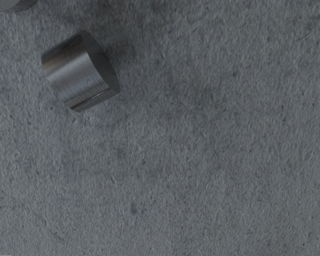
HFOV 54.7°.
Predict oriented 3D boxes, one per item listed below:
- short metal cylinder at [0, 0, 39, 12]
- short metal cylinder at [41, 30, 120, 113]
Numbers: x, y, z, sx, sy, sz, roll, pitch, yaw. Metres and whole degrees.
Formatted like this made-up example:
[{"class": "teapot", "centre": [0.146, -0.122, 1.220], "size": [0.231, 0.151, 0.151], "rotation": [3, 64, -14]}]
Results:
[{"class": "short metal cylinder", "centre": [-0.173, -0.167, 0.332], "size": [0.081, 0.050, 0.079], "rotation": [0, 110, -1]}, {"class": "short metal cylinder", "centre": [-0.088, -0.064, 0.356], "size": [0.050, 0.080, 0.080], "rotation": [-27, 108, 9]}]
